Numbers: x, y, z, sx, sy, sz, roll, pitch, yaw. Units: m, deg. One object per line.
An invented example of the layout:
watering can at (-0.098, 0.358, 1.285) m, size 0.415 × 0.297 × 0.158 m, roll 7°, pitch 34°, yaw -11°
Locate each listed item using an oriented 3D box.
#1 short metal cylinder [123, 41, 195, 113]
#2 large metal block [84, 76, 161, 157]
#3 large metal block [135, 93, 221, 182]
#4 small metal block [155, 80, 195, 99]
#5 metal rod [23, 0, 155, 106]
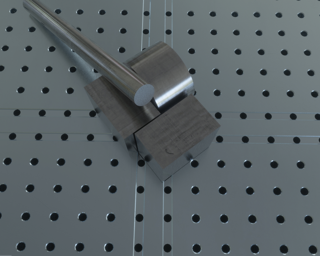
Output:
short metal cylinder at (-0.003, -0.057, 0.376) m, size 0.050 × 0.080 × 0.080 m, roll -35°, pitch 74°, yaw -12°
large metal block at (-0.044, -0.018, 0.389) m, size 0.050 × 0.080 × 0.080 m, roll -36°, pitch 74°, yaw -12°
large metal block at (0.020, 0.015, 0.375) m, size 0.080 × 0.080 × 0.050 m, roll -36°, pitch 74°, yaw -12°
small metal block at (0.012, -0.050, 0.431) m, size 0.050 × 0.025 × 0.050 m, roll -40°, pitch 75°, yaw -14°
metal rod at (-0.108, -0.113, 0.396) m, size 0.025 × 0.025 × 0.300 m, roll -40°, pitch 54°, yaw -13°
